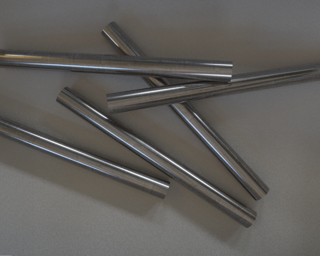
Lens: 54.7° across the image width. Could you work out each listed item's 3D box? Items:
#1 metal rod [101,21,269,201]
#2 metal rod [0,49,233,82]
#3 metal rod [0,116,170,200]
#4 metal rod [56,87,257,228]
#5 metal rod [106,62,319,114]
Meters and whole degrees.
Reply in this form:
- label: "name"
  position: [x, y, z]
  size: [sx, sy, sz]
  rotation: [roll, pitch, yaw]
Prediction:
- label: "metal rod"
  position: [0.034, -0.022, 0.411]
  size: [0.025, 0.025, 0.300]
  rotation: [-43, 91, 0]
- label: "metal rod"
  position: [-0.064, -0.080, 0.390]
  size: [0.302, 0.025, 0.025]
  rotation: [5, 90, 7]
- label: "metal rod"
  position: [-0.132, 0.028, 0.409]
  size: [0.301, 0.025, 0.025]
  rotation: [21, 90, -1]
- label: "metal rod"
  position: [-0.004, 0.039, 0.411]
  size: [0.301, 0.025, 0.025]
  rotation: [34, 90, -1]
- label: "metal rod"
  position: [0.085, -0.054, 0.394]
  size: [0.302, 0.025, 0.025]
  rotation: [-10, 90, -8]
